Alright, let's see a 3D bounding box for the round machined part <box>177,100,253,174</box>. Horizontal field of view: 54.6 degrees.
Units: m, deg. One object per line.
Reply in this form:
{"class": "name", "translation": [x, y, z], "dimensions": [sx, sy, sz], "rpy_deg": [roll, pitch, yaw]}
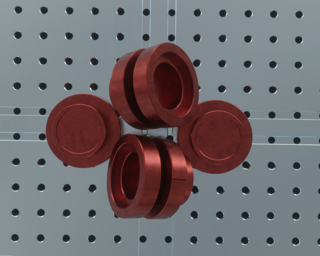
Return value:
{"class": "round machined part", "translation": [0.073, 0.012, 0.405], "dimensions": [0.099, 0.042, 0.097], "rpy_deg": [0, 90, 0]}

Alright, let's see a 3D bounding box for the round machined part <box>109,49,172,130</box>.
{"class": "round machined part", "translation": [-0.025, -0.046, 0.388], "dimensions": [0.042, 0.099, 0.097], "rpy_deg": [-6, 90, 40]}

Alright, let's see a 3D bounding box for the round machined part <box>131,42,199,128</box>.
{"class": "round machined part", "translation": [0.002, -0.048, 0.370], "dimensions": [0.042, 0.099, 0.097], "rpy_deg": [-6, 90, 40]}

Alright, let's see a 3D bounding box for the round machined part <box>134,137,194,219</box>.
{"class": "round machined part", "translation": [0.005, 0.063, 0.386], "dimensions": [0.042, 0.098, 0.098], "rpy_deg": [10, 90, -32]}

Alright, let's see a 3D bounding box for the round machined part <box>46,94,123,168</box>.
{"class": "round machined part", "translation": [-0.100, 0.004, 0.404], "dimensions": [0.099, 0.042, 0.097], "rpy_deg": [0, 90, 0]}

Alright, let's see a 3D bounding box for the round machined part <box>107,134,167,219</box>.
{"class": "round machined part", "translation": [-0.024, 0.058, 0.372], "dimensions": [0.042, 0.098, 0.098], "rpy_deg": [10, 90, -32]}
